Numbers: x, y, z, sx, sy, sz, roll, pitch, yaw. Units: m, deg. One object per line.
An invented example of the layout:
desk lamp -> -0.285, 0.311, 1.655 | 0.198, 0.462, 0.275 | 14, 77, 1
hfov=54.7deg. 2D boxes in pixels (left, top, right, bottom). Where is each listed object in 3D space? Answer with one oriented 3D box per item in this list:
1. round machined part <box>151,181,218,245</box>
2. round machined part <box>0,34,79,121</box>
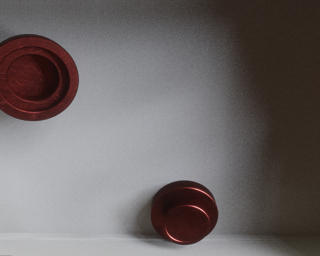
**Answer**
round machined part -> 0.036, 0.129, 0.450 | 0.099, 0.042, 0.097 | 0, 110, 0
round machined part -> -0.150, -0.061, 0.365 | 0.099, 0.042, 0.097 | -12, 117, -24
